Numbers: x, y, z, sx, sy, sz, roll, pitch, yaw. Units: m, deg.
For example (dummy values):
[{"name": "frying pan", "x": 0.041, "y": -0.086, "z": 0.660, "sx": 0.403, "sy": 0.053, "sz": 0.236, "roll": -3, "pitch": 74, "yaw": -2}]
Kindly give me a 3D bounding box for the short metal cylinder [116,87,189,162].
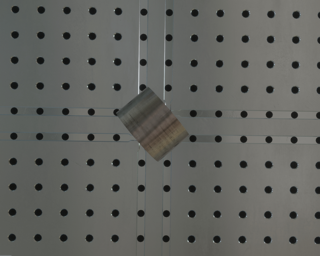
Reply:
[{"name": "short metal cylinder", "x": -0.009, "y": -0.005, "z": 0.385, "sx": 0.050, "sy": 0.080, "sz": 0.080, "roll": -40, "pitch": 91, "yaw": 0}]
